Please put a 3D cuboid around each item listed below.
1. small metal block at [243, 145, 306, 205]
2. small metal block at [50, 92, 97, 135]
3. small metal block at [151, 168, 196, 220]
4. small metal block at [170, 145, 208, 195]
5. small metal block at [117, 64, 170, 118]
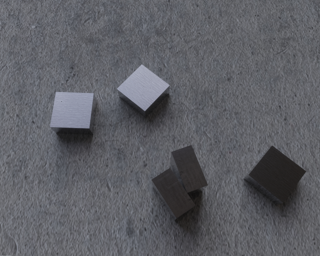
[{"bbox_3d":[0.143,0.059,0.387,0.050,0.025,0.050,40,75,13],"label":"small metal block"},{"bbox_3d":[-0.114,-0.020,0.414,0.050,0.025,0.050,2,70,0],"label":"small metal block"},{"bbox_3d":[0.015,0.080,0.366,0.025,0.050,0.050,-32,73,-11],"label":"small metal block"},{"bbox_3d":[0.033,0.054,0.375,0.025,0.050,0.050,-19,71,-7],"label":"small metal block"},{"bbox_3d":[-0.022,-0.051,0.426,0.050,0.025,0.050,39,74,13],"label":"small metal block"}]
